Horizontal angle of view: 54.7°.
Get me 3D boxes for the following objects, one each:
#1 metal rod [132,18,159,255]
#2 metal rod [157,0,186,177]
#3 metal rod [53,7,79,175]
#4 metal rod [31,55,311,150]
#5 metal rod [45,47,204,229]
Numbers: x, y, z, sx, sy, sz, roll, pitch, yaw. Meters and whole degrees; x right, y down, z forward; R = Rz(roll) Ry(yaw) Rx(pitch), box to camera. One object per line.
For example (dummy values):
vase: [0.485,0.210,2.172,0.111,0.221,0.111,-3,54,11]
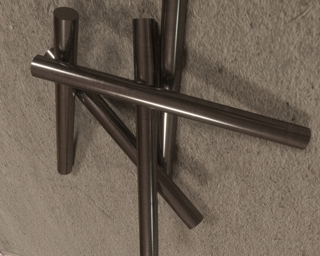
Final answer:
metal rod: [-0.016,0.024,0.378,0.025,0.025,0.298,6,105,25]
metal rod: [0.010,-0.040,0.375,0.025,0.025,0.298,16,125,19]
metal rod: [-0.130,-0.023,0.424,0.025,0.025,0.298,30,139,8]
metal rod: [0.010,-0.028,0.336,0.302,0.025,0.025,15,126,1]
metal rod: [-0.049,0.012,0.415,0.300,0.025,0.025,49,129,2]
